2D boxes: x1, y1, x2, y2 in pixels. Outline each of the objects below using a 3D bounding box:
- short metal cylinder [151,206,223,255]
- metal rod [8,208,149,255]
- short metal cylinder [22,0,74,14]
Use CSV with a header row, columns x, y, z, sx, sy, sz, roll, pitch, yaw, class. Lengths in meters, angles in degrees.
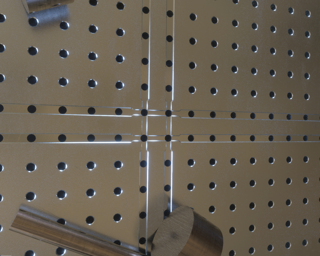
x,y,z,sx,sy,sz,roll,pitch,yaw,class
0.034,0.148,0.396,0.050,0.080,0.080,38,78,-16,short metal cylinder
-0.039,0.170,0.398,0.301,0.025,0.025,28,81,-18,metal rod
-0.132,-0.171,0.334,0.050,0.080,0.080,-23,98,-18,short metal cylinder
